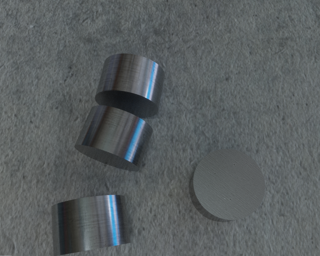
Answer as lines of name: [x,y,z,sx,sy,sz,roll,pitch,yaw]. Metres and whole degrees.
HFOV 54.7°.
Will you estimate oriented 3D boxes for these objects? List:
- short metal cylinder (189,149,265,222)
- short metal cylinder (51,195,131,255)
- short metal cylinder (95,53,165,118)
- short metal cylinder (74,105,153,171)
short metal cylinder: [0.077,0.070,0.370,0.081,0.050,0.080,0,70,0]
short metal cylinder: [-0.075,0.107,0.339,0.081,0.080,0.050,-9,71,-4]
short metal cylinder: [-0.037,-0.052,0.397,0.080,0.080,0.050,9,70,3]
short metal cylinder: [-0.055,0.014,0.373,0.080,0.080,0.050,17,71,6]
